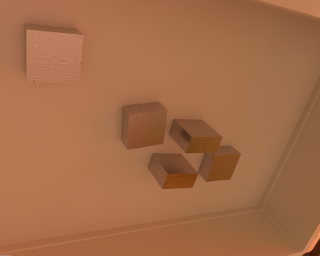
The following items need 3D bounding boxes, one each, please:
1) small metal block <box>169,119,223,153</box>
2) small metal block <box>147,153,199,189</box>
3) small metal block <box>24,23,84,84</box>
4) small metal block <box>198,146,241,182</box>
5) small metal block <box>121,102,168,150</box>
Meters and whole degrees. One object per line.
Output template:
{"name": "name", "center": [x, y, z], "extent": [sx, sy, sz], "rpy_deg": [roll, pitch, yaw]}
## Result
{"name": "small metal block", "center": [0.048, 0.010, 0.425], "extent": [0.050, 0.050, 0.025], "rpy_deg": [2, 118, -29]}
{"name": "small metal block", "center": [0.018, 0.060, 0.439], "extent": [0.050, 0.050, 0.025], "rpy_deg": [5, 116, -31]}
{"name": "small metal block", "center": [-0.106, -0.072, 0.306], "extent": [0.050, 0.025, 0.050], "rpy_deg": [-3, 120, -27]}
{"name": "small metal block", "center": [0.094, 0.057, 0.495], "extent": [0.050, 0.025, 0.050], "rpy_deg": [0, 118, -29]}
{"name": "small metal block", "center": [-0.021, -0.003, 0.395], "extent": [0.050, 0.025, 0.050], "rpy_deg": [-8, 122, -24]}
